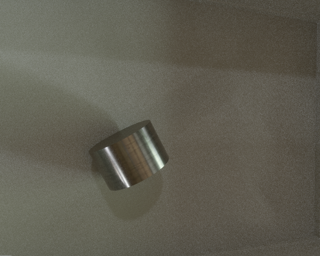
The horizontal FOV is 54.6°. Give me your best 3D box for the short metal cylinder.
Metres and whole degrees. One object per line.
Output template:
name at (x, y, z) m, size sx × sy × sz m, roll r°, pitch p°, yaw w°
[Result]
short metal cylinder at (-0.036, 0.031, 0.368) m, size 0.080 × 0.080 × 0.050 m, roll -30°, pitch 100°, yaw -18°
